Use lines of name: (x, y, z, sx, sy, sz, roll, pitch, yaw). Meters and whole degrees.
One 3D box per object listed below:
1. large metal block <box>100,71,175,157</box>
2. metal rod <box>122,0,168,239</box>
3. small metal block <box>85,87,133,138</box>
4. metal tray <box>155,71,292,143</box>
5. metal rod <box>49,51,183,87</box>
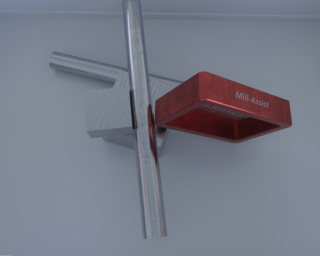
large metal block: (-0.025, -0.017, 0.401, 0.080, 0.050, 0.080, 17, 71, 6)
metal rod: (-0.022, -0.028, 0.365, 0.025, 0.025, 0.299, -6, 70, -3)
small metal block: (-0.058, -0.018, 0.361, 0.050, 0.025, 0.050, -6, 70, -3)
metal tray: (0.071, -0.017, 0.352, 0.131, 0.090, 0.030, 12, 68, -29)
metal rod: (-0.006, -0.061, 0.431, 0.302, 0.025, 0.025, 14, 71, 4)
